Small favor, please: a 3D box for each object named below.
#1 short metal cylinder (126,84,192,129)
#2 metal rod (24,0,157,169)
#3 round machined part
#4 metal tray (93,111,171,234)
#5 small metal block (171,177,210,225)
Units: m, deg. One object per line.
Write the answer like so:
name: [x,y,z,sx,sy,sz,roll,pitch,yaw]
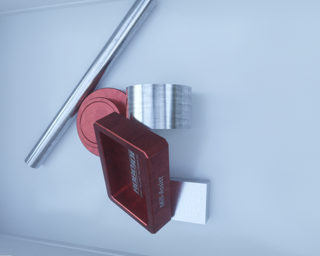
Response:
short metal cylinder: [-0.001,-0.024,0.381,0.080,0.080,0.050,0,90,19]
metal rod: [-0.106,-0.060,0.446,0.025,0.025,0.299,42,103,15]
round machined part: [-0.074,-0.007,0.426,0.098,0.042,0.097,0,90,19]
metal tray: [-0.031,0.054,0.368,0.090,0.030,0.129,28,136,36]
small metal block: [0.037,0.092,0.397,0.050,0.025,0.050,2,91,19]
